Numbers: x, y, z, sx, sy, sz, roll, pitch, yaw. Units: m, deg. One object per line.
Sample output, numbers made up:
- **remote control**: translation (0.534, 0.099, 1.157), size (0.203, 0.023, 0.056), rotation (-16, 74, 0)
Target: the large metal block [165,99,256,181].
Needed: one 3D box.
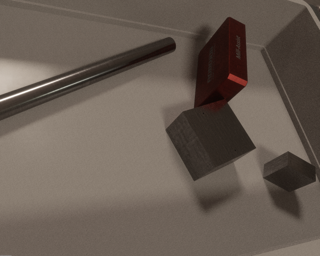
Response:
- **large metal block**: translation (0.068, 0.015, 0.419), size (0.081, 0.050, 0.080), rotation (-18, 72, -35)

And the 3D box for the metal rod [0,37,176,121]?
- **metal rod**: translation (-0.086, -0.072, 0.404), size (0.302, 0.025, 0.025), rotation (-31, 79, -38)

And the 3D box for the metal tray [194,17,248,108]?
- **metal tray**: translation (0.091, -0.094, 0.472), size (0.030, 0.090, 0.130), rotation (21, 54, -17)

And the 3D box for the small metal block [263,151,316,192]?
- **small metal block**: translation (0.189, 0.065, 0.454), size (0.050, 0.050, 0.025), rotation (28, 52, -11)
